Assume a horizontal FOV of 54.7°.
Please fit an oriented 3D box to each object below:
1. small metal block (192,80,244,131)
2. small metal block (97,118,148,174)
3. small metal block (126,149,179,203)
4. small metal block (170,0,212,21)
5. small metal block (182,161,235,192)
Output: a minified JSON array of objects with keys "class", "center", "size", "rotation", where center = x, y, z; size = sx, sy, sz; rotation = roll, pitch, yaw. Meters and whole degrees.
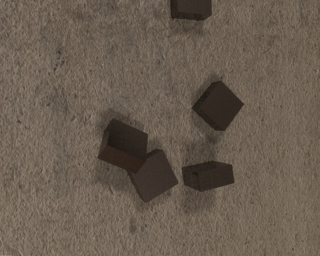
[{"class":"small metal block","center":[0.083,-0.031,0.441],"size":[0.050,0.025,0.050],"rotation":[42,77,-16]},{"class":"small metal block","center":[-0.044,0.022,0.379],"size":[0.050,0.050,0.025],"rotation":[26,125,-18]},{"class":"small metal block","center":[-0.011,0.061,0.406],"size":[0.050,0.025,0.050],"rotation":[-28,100,-18]},{"class":"small metal block","center":[0.042,-0.178,0.426],"size":[0.050,0.025,0.050],"rotation":[-3,91,-20]},{"class":"small metal block","center":[0.064,0.064,0.421],"size":[0.050,0.050,0.025],"rotation":[-10,94,-20]}]
